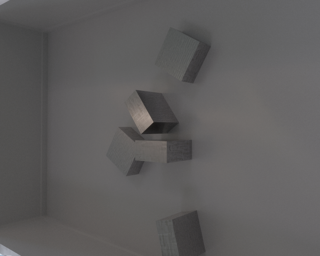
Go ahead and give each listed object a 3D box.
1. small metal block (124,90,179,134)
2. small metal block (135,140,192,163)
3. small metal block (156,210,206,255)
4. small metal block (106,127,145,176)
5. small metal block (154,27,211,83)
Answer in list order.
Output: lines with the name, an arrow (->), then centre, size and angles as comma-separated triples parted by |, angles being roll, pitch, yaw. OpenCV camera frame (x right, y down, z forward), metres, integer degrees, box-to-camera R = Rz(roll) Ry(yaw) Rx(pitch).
small metal block -> -0.010, -0.020, 0.399 | 0.025, 0.050, 0.050 | -44, 64, 31
small metal block -> 0.005, 0.027, 0.387 | 0.050, 0.050, 0.025 | 0, 90, 40
small metal block -> 0.025, 0.130, 0.370 | 0.025, 0.050, 0.050 | -19, 78, 38
small metal block -> -0.045, 0.033, 0.445 | 0.050, 0.025, 0.050 | 39, 114, 33
small metal block -> 0.027, -0.090, 0.385 | 0.050, 0.025, 0.050 | 38, 113, 33
